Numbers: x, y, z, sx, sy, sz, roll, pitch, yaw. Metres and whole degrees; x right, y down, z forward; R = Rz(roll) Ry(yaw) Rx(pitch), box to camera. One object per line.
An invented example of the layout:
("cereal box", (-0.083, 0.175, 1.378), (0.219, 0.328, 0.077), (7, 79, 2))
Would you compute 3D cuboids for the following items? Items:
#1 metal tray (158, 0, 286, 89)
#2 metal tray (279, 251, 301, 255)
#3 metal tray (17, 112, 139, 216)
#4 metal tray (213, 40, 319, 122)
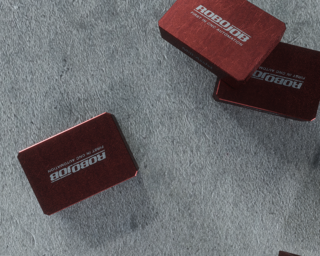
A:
("metal tray", (0.075, -0.122, 0.388), (0.130, 0.030, 0.090), (38, 85, 14))
("metal tray", (0.218, 0.183, 0.364), (0.131, 0.090, 0.030), (15, 79, -1))
("metal tray", (-0.105, 0.045, 0.407), (0.131, 0.030, 0.090), (-25, 90, 0))
("metal tray", (0.144, -0.066, 0.408), (0.131, 0.030, 0.089), (14, 90, 0))
